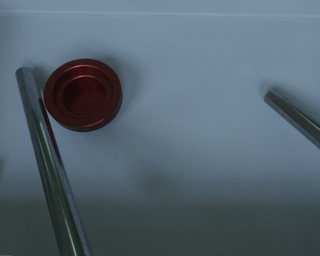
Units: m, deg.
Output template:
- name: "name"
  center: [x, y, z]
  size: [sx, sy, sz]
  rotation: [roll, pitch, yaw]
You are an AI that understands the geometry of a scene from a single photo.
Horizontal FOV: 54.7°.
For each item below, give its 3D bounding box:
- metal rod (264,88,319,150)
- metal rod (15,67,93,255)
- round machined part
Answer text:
- name: "metal rod"
  center: [0.216, 0.046, 0.329]
  size: [0.025, 0.025, 0.300]
  rotation: [-25, 47, -9]
- name: "metal rod"
  center: [-0.126, 0.021, 0.342]
  size: [0.025, 0.025, 0.300]
  rotation: [-26, 50, -9]
- name: "round machined part"
  center: [-0.099, -0.040, 0.414]
  size: [0.099, 0.042, 0.098]
  rotation: [0, 70, -1]
